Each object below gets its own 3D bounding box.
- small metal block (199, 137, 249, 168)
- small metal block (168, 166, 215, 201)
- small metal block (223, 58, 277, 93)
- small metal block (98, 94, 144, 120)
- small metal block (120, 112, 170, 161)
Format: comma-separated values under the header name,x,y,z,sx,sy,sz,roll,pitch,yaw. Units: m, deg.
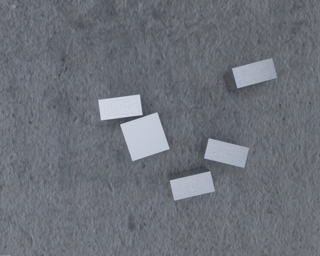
name,x,y,z,sx,sy,sz,roll,pitch,yaw
small metal block,0.080,0.030,0.399,0.050,0.050,0.025,13,90,-1
small metal block,0.039,0.070,0.398,0.050,0.050,0.025,-13,90,0
small metal block,0.114,-0.066,0.399,0.050,0.050,0.025,-15,90,0
small metal block,-0.048,-0.025,0.397,0.050,0.050,0.025,-8,90,0
small metal block,-0.019,0.011,0.410,0.050,0.025,0.050,-18,90,-1
